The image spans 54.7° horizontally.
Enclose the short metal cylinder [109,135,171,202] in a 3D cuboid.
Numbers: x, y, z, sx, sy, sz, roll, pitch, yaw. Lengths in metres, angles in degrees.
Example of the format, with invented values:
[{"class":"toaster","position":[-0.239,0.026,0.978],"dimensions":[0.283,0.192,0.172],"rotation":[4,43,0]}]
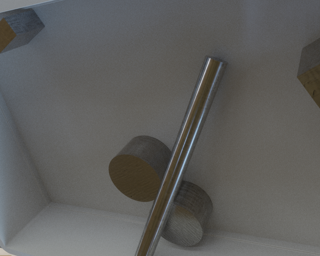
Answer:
[{"class":"short metal cylinder","position":[-0.025,0.057,0.440],"dimensions":[0.080,0.050,0.079],"rotation":[13,124,20]}]

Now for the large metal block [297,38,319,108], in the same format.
[{"class":"large metal block","position":[0.165,-0.039,0.262],"dimensions":[0.050,0.080,0.080],"rotation":[-33,100,38]}]

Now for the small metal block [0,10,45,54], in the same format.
[{"class":"small metal block","position":[-0.191,-0.128,0.412],"dimensions":[0.050,0.050,0.025],"rotation":[-24,106,36]}]

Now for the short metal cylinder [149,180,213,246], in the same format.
[{"class":"short metal cylinder","position":[0.031,0.124,0.451],"dimensions":[0.080,0.050,0.079],"rotation":[13,124,20]}]

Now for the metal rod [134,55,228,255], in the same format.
[{"class":"metal rod","position":[0.018,0.058,0.386],"dimensions":[0.025,0.025,0.298],"rotation":[24,112,13]}]
